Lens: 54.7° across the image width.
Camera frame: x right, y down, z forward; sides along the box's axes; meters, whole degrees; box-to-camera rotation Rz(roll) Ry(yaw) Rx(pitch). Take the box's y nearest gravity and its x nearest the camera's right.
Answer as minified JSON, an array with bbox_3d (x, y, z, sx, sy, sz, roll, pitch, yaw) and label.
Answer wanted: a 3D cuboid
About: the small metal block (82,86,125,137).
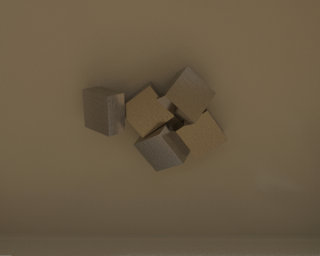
[{"bbox_3d":[-0.070,-0.022,0.386,0.050,0.025,0.050,18,116,40],"label":"small metal block"}]

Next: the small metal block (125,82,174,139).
[{"bbox_3d":[-0.017,-0.023,0.401,0.050,0.025,0.050,-36,107,12],"label":"small metal block"}]

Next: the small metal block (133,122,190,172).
[{"bbox_3d":[0.002,0.026,0.407,0.050,0.025,0.050,-23,112,41],"label":"small metal block"}]

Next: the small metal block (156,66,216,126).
[{"bbox_3d":[0.033,-0.039,0.383,0.050,0.025,0.050,41,70,-14],"label":"small metal block"}]

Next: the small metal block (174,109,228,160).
[{"bbox_3d":[0.054,0.006,0.413,0.050,0.025,0.050,-34,107,11],"label":"small metal block"}]
